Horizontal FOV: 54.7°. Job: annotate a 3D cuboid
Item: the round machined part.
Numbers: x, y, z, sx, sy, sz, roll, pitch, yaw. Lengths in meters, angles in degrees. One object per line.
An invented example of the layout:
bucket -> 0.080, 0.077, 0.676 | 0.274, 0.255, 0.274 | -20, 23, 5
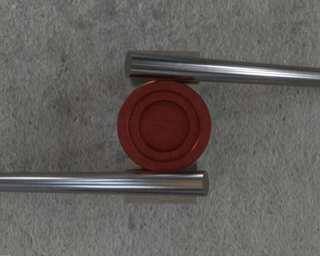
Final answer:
round machined part -> 0.004, -0.002, 0.344 | 0.099, 0.042, 0.097 | 0, 90, -1

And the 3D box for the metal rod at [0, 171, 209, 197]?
metal rod -> -0.095, 0.063, 0.354 | 0.301, 0.025, 0.025 | -4, 90, 22

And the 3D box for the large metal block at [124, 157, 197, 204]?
large metal block -> 0.001, 0.059, 0.384 | 0.081, 0.080, 0.050 | 1, 90, -1

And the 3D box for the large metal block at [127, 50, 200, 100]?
large metal block -> 0.004, -0.061, 0.384 | 0.081, 0.080, 0.050 | 1, 90, -1

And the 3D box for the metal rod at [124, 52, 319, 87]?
metal rod -> 0.109, -0.063, 0.359 | 0.303, 0.025, 0.025 | -1, 90, -22
